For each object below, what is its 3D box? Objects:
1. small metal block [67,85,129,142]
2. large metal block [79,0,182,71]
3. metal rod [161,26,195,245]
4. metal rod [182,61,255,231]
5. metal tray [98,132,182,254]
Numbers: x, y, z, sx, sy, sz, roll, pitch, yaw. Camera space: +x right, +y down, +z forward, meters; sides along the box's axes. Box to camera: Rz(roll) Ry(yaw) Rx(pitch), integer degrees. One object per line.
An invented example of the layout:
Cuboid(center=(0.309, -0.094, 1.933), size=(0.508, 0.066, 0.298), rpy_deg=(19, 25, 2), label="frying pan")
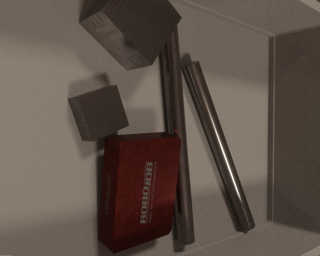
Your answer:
Cuboid(center=(-0.069, -0.017, 0.351), size=(0.050, 0.025, 0.050), rpy_deg=(-26, 107, -37), label="small metal block")
Cuboid(center=(-0.032, -0.127, 0.365), size=(0.080, 0.050, 0.080), rpy_deg=(43, 64, -32), label="large metal block")
Cuboid(center=(0.024, 0.013, 0.428), size=(0.025, 0.025, 0.298), rpy_deg=(-9, 96, -40), label="metal rod")
Cuboid(center=(0.098, 0.039, 0.491), size=(0.025, 0.025, 0.299), rpy_deg=(-36, 112, -35), label="metal rod")
Cuboid(center=(-0.023, 0.073, 0.370), size=(0.091, 0.030, 0.129), rpy_deg=(-3, 103, -40), label="metal tray")
